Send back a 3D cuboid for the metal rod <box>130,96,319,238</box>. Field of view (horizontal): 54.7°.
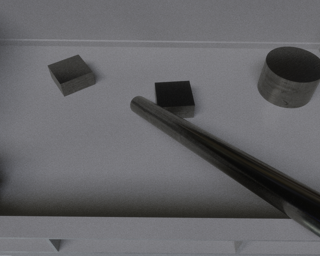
[{"bbox_3d":[0.040,0.013,0.311,0.025,0.025,0.300,-25,28,-20],"label":"metal rod"}]

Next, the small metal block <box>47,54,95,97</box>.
[{"bbox_3d":[-0.135,-0.081,0.471,0.050,0.025,0.050,-27,55,-21],"label":"small metal block"}]

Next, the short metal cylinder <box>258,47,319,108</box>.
[{"bbox_3d":[0.190,-0.075,0.454,0.081,0.050,0.080,0,50,0],"label":"short metal cylinder"}]

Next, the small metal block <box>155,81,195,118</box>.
[{"bbox_3d":[0.020,-0.040,0.439,0.050,0.025,0.050,-4,50,-4],"label":"small metal block"}]
